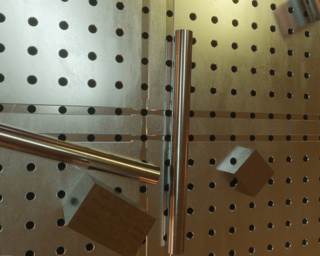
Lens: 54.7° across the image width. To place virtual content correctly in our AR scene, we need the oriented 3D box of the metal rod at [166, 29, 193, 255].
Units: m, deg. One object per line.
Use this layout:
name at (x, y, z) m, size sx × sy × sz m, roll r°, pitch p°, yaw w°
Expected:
metal rod at (0.027, 0.018, 0.422) m, size 0.025 × 0.025 × 0.298 m, roll 2°, pitch 89°, yaw -20°

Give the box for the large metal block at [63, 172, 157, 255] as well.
large metal block at (-0.062, 0.099, 0.361) m, size 0.080 × 0.080 × 0.050 m, roll 35°, pitch 79°, yaw -17°

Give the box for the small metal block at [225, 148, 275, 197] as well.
small metal block at (0.134, 0.066, 0.462) m, size 0.050 × 0.025 × 0.050 m, roll -45°, pitch 104°, yaw -15°

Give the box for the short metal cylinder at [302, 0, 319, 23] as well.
short metal cylinder at (0.269, -0.206, 0.482) m, size 0.080 × 0.080 × 0.050 m, roll -28°, pitch 100°, yaw -18°

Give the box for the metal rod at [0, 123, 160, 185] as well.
metal rod at (-0.141, 0.020, 0.360) m, size 0.302 × 0.025 × 0.025 m, roll 18°, pitch 84°, yaw -19°
